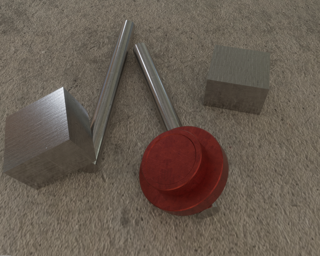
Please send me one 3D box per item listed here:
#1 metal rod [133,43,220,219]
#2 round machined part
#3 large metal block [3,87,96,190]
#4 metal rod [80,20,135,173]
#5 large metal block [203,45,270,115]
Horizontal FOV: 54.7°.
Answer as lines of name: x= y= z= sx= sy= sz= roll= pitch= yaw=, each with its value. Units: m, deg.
metal rod: x=0.010 y=-0.020 z=0.420 sx=0.025 sy=0.025 sz=0.300 roll=-12 pitch=51 yaw=-11
round machined part: x=0.020 y=0.040 z=0.332 sx=0.098 sy=0.042 sz=0.098 roll=-14 pitch=56 yaw=22
large metal block: x=-0.127 y=0.012 z=0.358 sx=0.080 sy=0.050 sz=0.080 roll=-26 pitch=52 yaw=8
metal rod: x=-0.071 y=-0.068 z=0.459 sx=0.025 sy=0.025 sz=0.300 roll=4 pitch=50 yaw=3
large metal block: x=0.111 y=-0.071 z=0.448 sx=0.080 sy=0.050 sz=0.080 roll=11 pitch=51 yaw=8
